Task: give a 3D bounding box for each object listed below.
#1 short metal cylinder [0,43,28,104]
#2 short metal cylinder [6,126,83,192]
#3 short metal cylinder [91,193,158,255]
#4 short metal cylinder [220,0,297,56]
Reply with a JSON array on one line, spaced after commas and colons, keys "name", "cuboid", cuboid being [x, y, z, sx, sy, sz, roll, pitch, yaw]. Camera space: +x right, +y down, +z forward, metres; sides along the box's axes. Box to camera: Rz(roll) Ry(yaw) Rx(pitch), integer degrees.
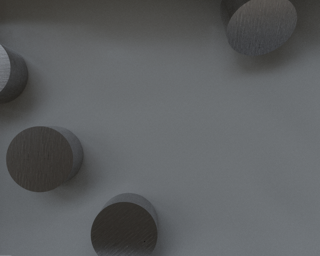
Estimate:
[{"name": "short metal cylinder", "cuboid": [-0.220, -0.072, 0.397, 0.081, 0.050, 0.080, 0, 90, 0]}, {"name": "short metal cylinder", "cuboid": [-0.145, 0.037, 0.398, 0.081, 0.050, 0.080, 0, 90, 0]}, {"name": "short metal cylinder", "cuboid": [-0.043, 0.129, 0.399, 0.081, 0.050, 0.080, 0, 90, 0]}, {"name": "short metal cylinder", "cuboid": [0.118, -0.136, 0.378, 0.081, 0.080, 0.050, -2, 51, 0]}]
